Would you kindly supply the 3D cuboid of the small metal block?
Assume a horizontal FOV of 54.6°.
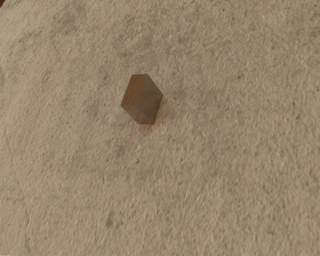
[{"bbox_3d":[-0.023,-0.039,0.425,0.025,0.050,0.050,2,63,29],"label":"small metal block"}]
